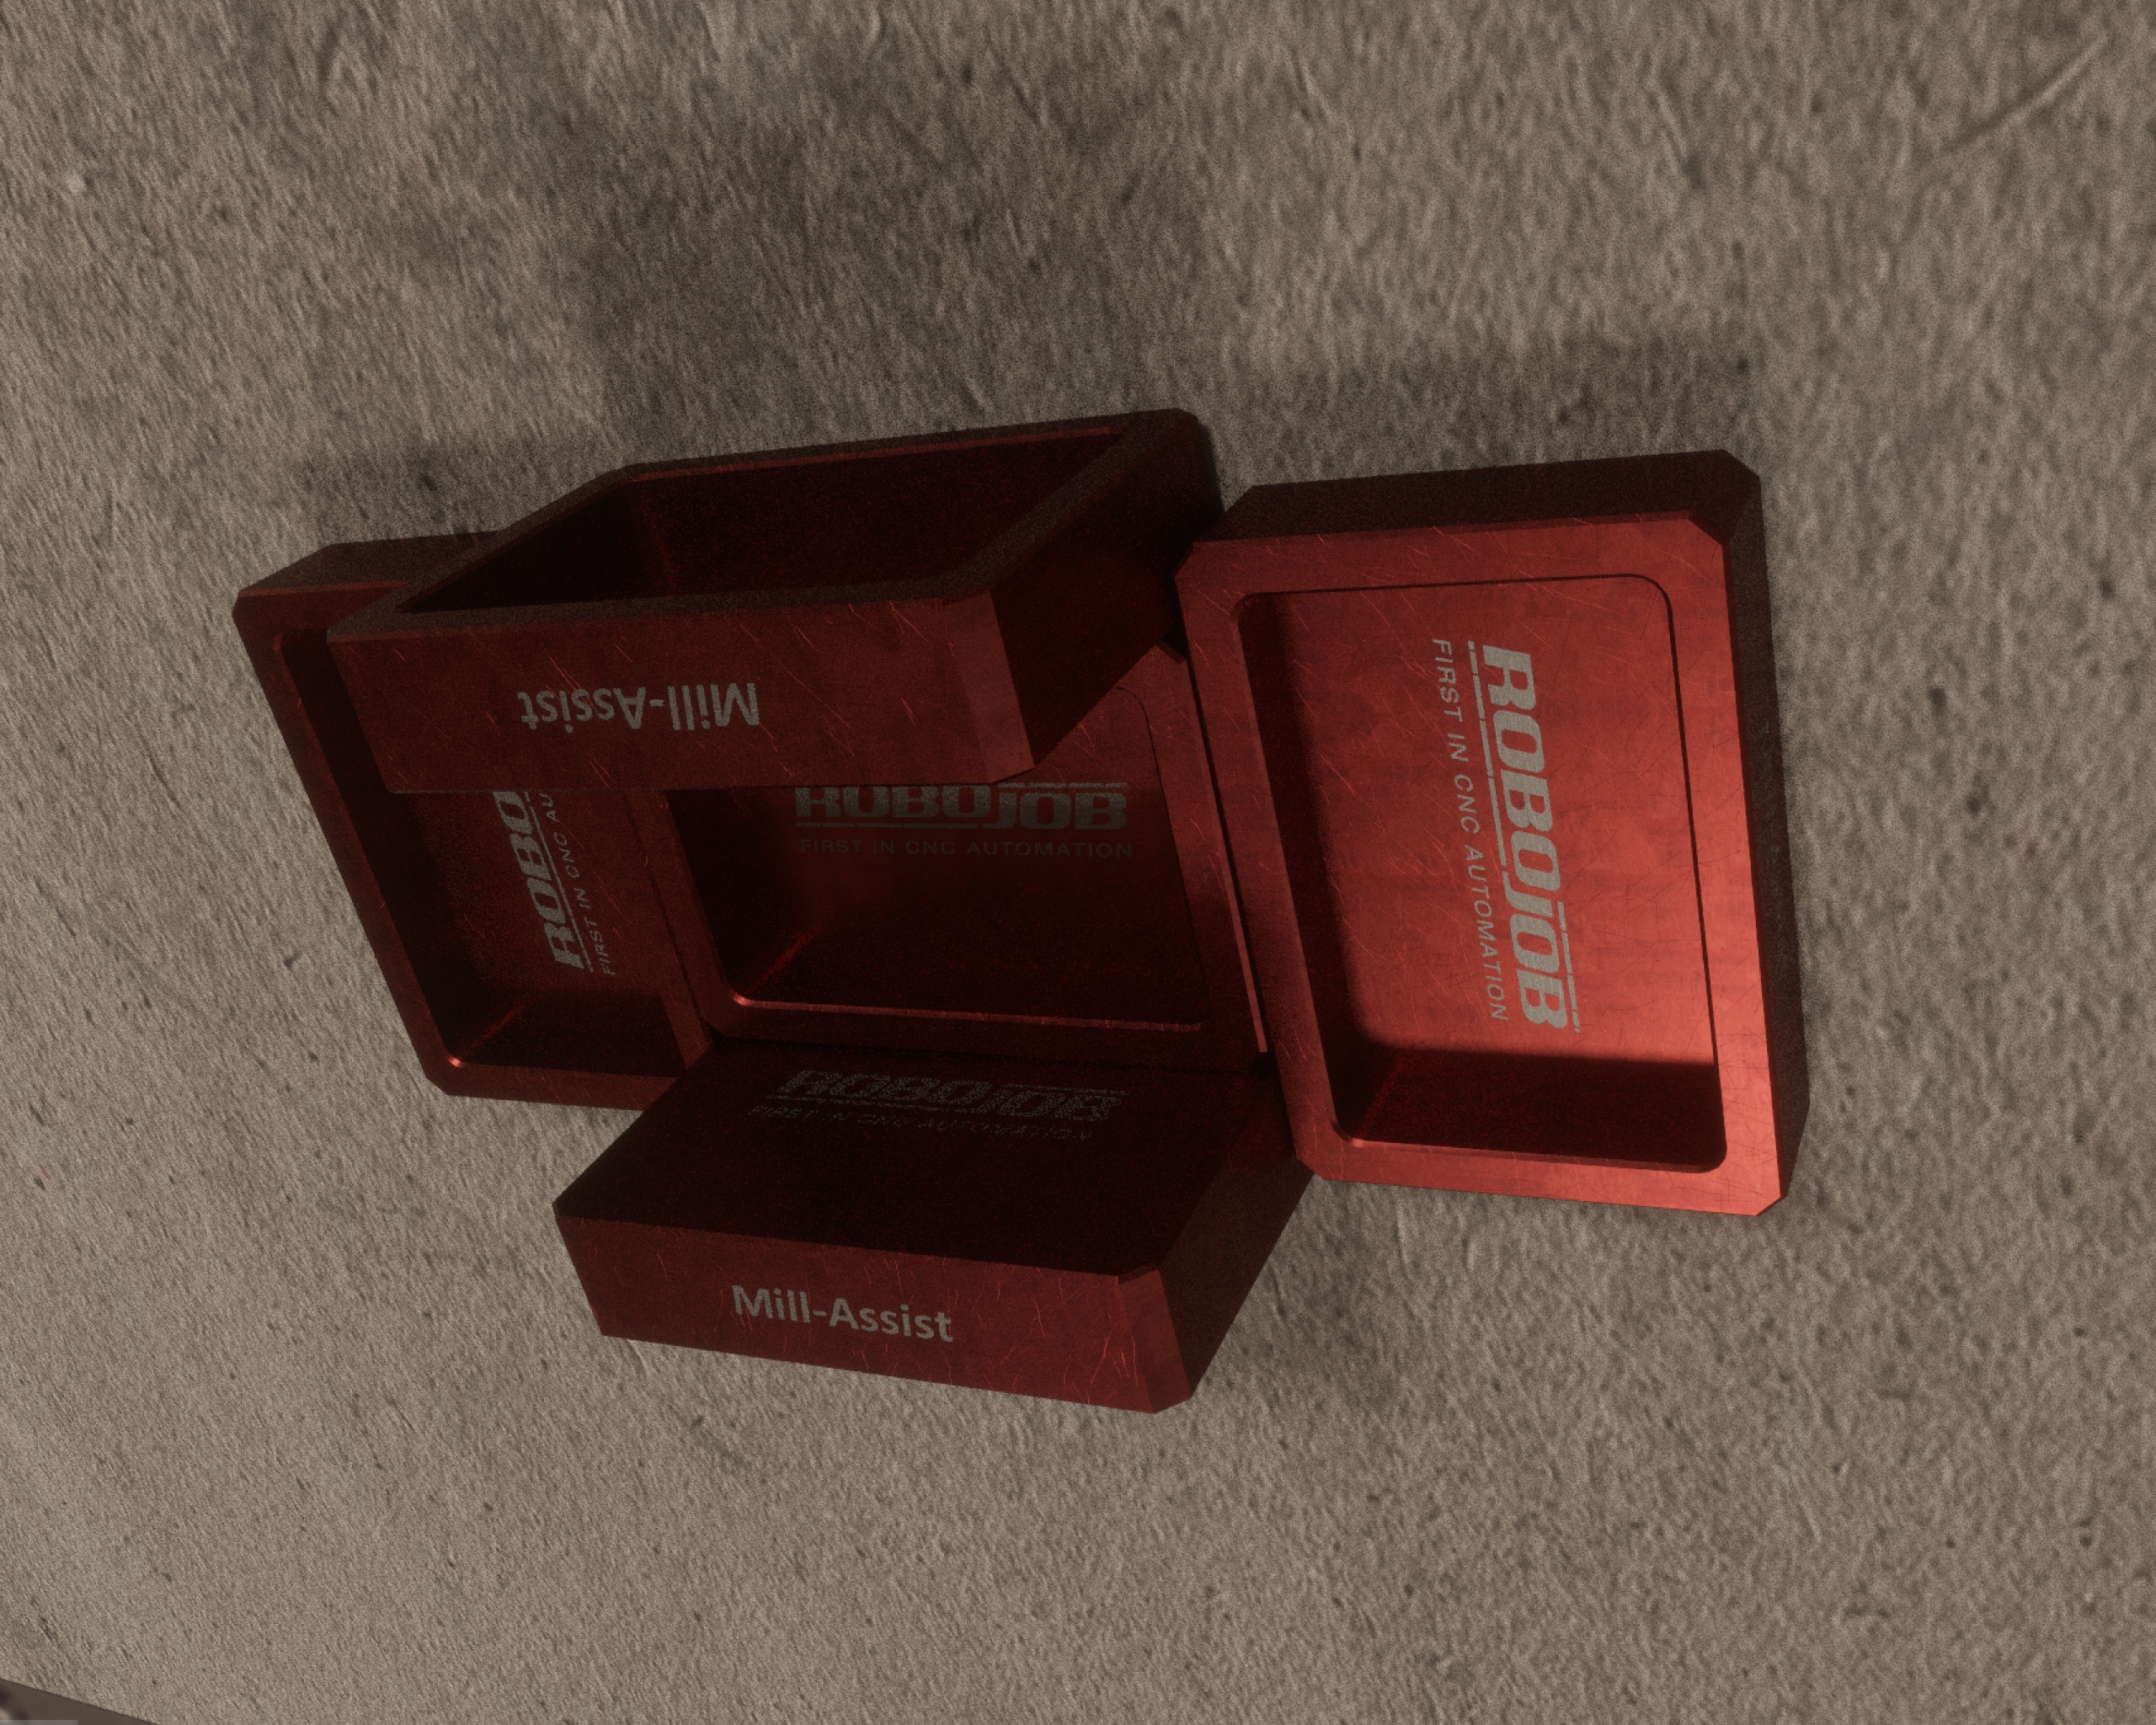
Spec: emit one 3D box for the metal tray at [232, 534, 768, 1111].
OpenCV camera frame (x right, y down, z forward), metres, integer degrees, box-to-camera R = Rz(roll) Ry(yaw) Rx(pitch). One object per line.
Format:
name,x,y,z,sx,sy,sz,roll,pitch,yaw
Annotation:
metal tray,-0.123,-0.007,0.463,0.090,0.030,0.129,0,119,27

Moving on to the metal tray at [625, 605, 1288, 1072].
metal tray,-0.025,-0.007,0.412,0.130,0.030,0.089,1,119,27

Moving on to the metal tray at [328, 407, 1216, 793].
metal tray,-0.051,-0.046,0.363,0.130,0.090,0.030,0,119,27

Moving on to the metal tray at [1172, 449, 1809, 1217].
metal tray,0.074,-0.002,0.364,0.090,0.030,0.129,0,119,27

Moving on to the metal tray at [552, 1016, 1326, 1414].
metal tray,-0.025,0.060,0.413,0.130,0.090,0.030,1,119,27
